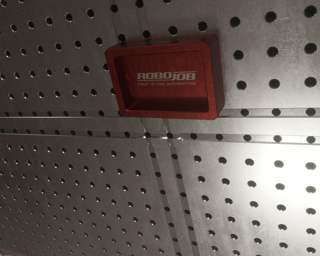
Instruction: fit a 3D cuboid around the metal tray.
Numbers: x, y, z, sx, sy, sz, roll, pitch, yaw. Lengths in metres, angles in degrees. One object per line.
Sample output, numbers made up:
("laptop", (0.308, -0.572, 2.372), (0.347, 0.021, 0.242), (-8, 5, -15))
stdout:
("metal tray", (0.005, -0.057, 0.368), (0.130, 0.030, 0.089), (3, 120, 26))
